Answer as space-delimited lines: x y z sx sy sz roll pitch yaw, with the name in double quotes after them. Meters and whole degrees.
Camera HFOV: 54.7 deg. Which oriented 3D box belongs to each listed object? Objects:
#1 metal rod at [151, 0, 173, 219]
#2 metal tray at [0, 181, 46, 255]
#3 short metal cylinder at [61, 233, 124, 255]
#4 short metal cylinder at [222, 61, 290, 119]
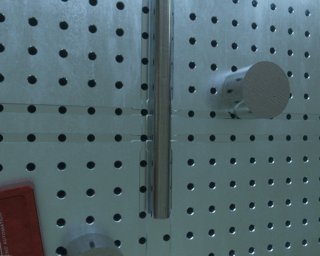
0.002 -0.031 0.413 0.025 0.025 0.298 1 90 -20 "metal rod"
-0.179 0.133 0.344 0.091 0.030 0.129 -9 93 -20 "metal tray"
-0.080 0.174 0.370 0.081 0.050 0.079 0 90 -20 "short metal cylinder"
0.139 -0.053 0.450 0.081 0.050 0.079 0 90 -20 "short metal cylinder"
